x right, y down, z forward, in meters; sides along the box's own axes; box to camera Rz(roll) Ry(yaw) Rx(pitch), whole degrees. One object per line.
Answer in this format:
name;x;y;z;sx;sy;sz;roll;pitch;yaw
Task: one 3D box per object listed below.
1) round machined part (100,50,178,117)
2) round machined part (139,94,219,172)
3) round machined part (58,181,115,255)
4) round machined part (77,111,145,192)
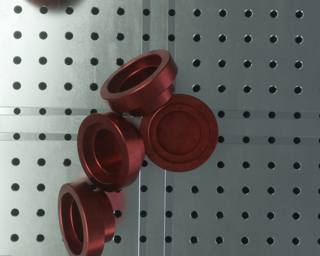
round machined part;-0.021;-0.051;0.384;0.098;0.098;0.042;-33;121;0
round machined part;0.024;0.006;0.405;0.099;0.042;0.097;0;90;0
round machined part;-0.090;0.113;0.386;0.042;0.098;0.097;-6;90;-36
round machined part;-0.057;0.027;0.388;0.098;0.042;0.097;11;107;40
